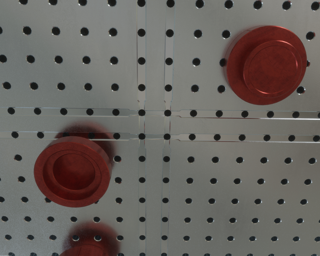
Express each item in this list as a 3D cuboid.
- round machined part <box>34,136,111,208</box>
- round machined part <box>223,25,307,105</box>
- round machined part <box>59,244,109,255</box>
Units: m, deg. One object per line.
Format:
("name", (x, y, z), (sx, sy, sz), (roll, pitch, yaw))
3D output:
("round machined part", (-0.115, 0.056, 0.423), (0.099, 0.042, 0.097), (0, 110, -1))
("round machined part", (0.131, -0.074, 0.379), (0.099, 0.042, 0.097), (0, 110, -1))
("round machined part", (-0.117, 0.224, 0.485), (0.099, 0.042, 0.097), (0, 110, -1))
